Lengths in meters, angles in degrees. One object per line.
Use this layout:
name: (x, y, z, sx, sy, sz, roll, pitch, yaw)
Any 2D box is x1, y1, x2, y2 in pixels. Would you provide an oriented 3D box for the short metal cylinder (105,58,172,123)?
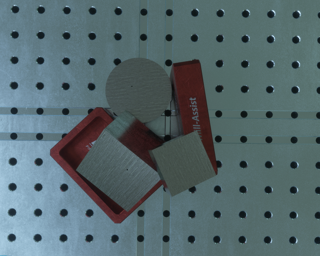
short metal cylinder: (-0.026, -0.046, 0.400, 0.081, 0.050, 0.079, 0, 90, -1)

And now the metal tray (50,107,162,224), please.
metal tray: (-0.066, 0.048, 0.409, 0.090, 0.030, 0.130, -43, 91, 0)

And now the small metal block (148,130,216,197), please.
small metal block: (0.022, 0.036, 0.319, 0.050, 0.025, 0.050, -24, 91, -12)

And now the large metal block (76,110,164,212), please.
large metal block: (-0.040, 0.040, 0.369, 0.080, 0.050, 0.080, 40, 125, -1)

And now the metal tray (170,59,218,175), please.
metal tray: (0.039, -0.010, 0.381, 0.030, 0.090, 0.129, -9, 90, 0)
